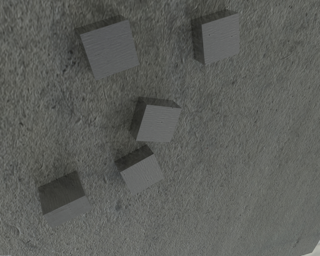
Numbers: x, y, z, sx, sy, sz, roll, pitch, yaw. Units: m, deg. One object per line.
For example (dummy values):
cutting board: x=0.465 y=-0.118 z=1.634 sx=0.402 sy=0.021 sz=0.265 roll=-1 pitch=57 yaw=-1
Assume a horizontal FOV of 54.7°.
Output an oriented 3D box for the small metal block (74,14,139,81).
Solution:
small metal block: x=-0.054 y=-0.085 z=0.325 sx=0.050 sy=0.025 sz=0.050 roll=-23 pitch=127 yaw=-14

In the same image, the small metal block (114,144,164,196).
small metal block: x=-0.028 y=0.058 z=0.427 sx=0.050 sy=0.025 sz=0.050 roll=-29 pitch=128 yaw=-10

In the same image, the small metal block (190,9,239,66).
small metal block: x=0.068 y=-0.110 z=0.375 sx=0.050 sy=0.025 sz=0.050 roll=-22 pitch=127 yaw=-15

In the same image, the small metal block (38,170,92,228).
small metal block: x=-0.117 y=0.086 z=0.380 sx=0.050 sy=0.050 sz=0.025 roll=-24 pitch=127 yaw=-14

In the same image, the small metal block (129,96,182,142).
small metal block: x=-0.006 y=-0.010 z=0.397 sx=0.050 sy=0.025 sz=0.050 roll=4 pitch=116 yaw=-31
